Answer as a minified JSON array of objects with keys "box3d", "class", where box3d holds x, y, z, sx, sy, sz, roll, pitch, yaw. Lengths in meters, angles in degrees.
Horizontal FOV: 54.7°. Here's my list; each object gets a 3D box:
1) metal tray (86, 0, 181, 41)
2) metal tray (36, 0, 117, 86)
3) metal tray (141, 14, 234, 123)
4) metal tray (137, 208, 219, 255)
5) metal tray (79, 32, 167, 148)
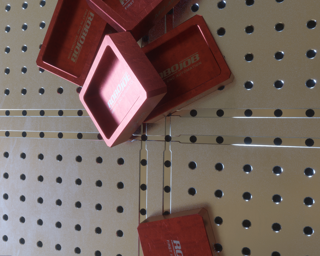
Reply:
[{"box3d":[-0.021,-0.183,0.395,0.090,0.030,0.130,43,85,14],"class":"metal tray"},{"box3d":[-0.116,-0.134,0.449,0.090,0.030,0.129,26,98,17],"class":"metal tray"},{"box3d":[0.017,-0.073,0.403,0.130,0.030,0.090,-27,81,17],"class":"metal tray"},{"box3d":[0.031,0.177,0.399,0.090,0.030,0.129,-16,85,19],"class":"metal tray"},{"box3d":[-0.053,-0.043,0.390,0.090,0.030,0.129,57,140,12],"class":"metal tray"}]
